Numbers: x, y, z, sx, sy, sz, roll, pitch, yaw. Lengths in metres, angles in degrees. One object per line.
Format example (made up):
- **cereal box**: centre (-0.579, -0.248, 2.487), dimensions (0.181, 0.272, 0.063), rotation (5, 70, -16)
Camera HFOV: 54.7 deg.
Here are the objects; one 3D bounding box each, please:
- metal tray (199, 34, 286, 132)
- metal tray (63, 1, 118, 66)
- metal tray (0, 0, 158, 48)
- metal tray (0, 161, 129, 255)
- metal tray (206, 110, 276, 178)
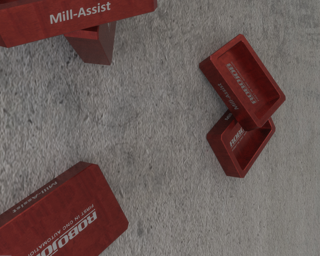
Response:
- **metal tray**: centre (0.131, -0.071, 0.484), dimensions (0.090, 0.030, 0.130), rotation (-40, 97, -31)
- **metal tray**: centre (-0.062, -0.138, 0.309), dimensions (0.030, 0.090, 0.129), rotation (6, 85, -1)
- **metal tray**: centre (-0.079, -0.120, 0.265), dimensions (0.131, 0.090, 0.030), rotation (-19, 142, -13)
- **metal tray**: centre (-0.103, 0.105, 0.315), dimensions (0.131, 0.030, 0.090), rotation (-36, 112, -34)
- **metal tray**: centre (0.140, 0.008, 0.517), dimensions (0.131, 0.030, 0.090), rotation (-46, 117, -30)
